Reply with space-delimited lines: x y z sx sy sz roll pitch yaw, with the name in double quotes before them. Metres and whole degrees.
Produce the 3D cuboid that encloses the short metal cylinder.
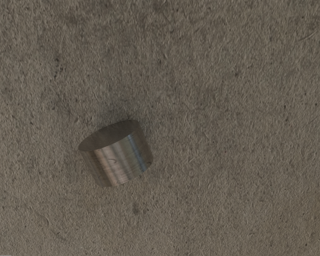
"short metal cylinder" -0.055 0.030 0.391 0.080 0.080 0.050 -19 109 7
